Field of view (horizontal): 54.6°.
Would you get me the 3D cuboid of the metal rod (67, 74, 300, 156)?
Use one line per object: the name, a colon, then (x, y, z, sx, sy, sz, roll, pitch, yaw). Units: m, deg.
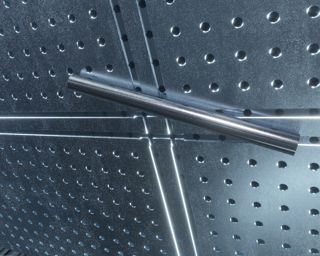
metal rod: (0.014, -0.023, 0.389, 0.301, 0.025, 0.025, 17, 125, 18)
